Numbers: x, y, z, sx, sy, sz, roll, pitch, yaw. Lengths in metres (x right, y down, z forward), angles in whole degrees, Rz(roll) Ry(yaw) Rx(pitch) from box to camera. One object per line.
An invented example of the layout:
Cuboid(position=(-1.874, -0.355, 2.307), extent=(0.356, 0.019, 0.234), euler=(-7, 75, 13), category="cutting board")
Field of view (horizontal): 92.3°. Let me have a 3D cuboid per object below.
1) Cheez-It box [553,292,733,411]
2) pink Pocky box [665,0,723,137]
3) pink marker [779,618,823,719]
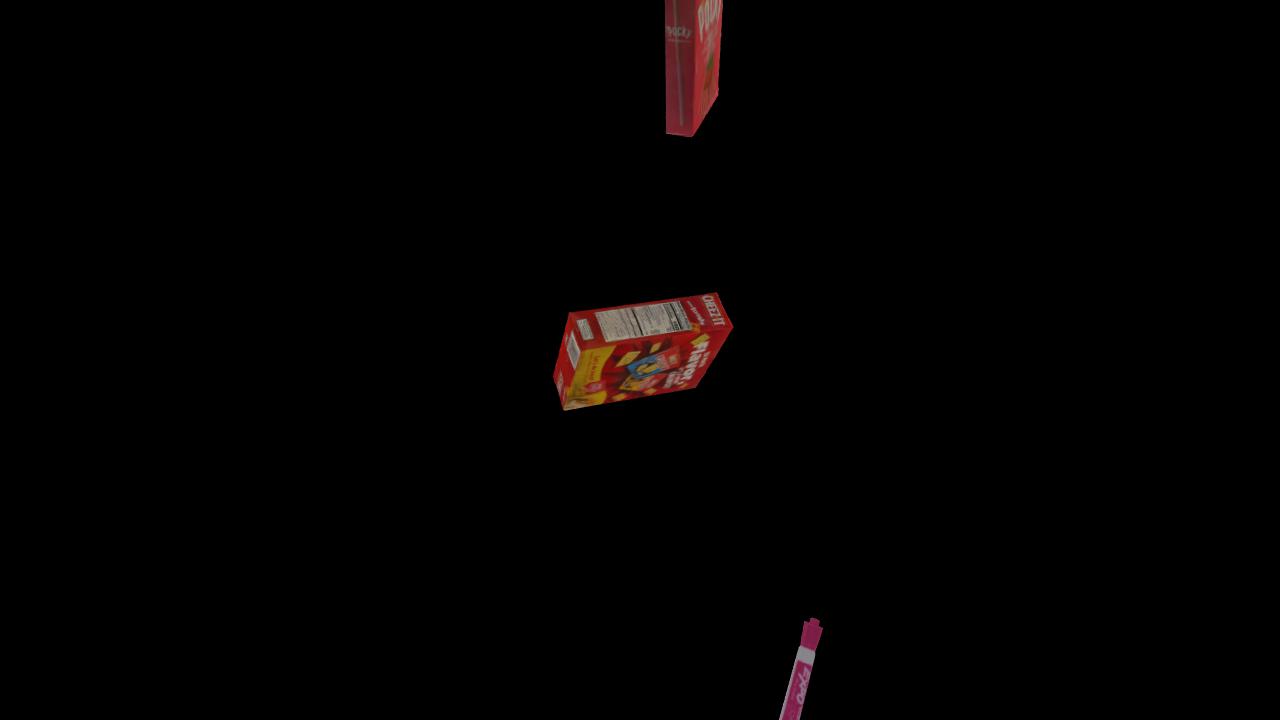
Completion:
Cuboid(position=(0.000, -0.010, 0.868), extent=(0.223, 0.071, 0.166), euler=(-9, -29, -21), category="Cheez-It box")
Cuboid(position=(0.045, -0.276, 0.510), extent=(0.029, 0.084, 0.155), euler=(14, -40, 15), category="pink Pocky box")
Cuboid(position=(0.156, 0.315, 0.602), extent=(0.020, 0.121, 0.020), euler=(19, -14, 5), category="pink marker")
